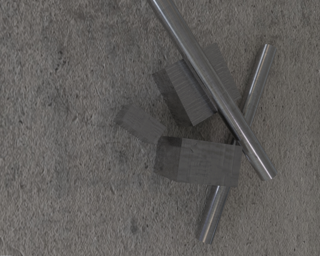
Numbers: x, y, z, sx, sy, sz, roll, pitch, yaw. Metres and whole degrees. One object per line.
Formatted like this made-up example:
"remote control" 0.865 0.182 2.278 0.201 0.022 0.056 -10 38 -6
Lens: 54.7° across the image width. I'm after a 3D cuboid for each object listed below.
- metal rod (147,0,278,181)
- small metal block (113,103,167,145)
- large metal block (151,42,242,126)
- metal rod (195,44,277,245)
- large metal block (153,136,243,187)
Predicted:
"metal rod" 0.060 -0.059 0.378 0.025 0.025 0.299 -38 102 -16
"small metal block" -0.027 -0.005 0.386 0.050 0.050 0.025 36 78 -17
"large metal block" 0.048 -0.056 0.414 0.080 0.050 0.080 -30 100 -18
"metal rod" 0.113 0.018 0.450 0.025 0.025 0.299 23 82 -19
"large metal block" 0.046 0.041 0.397 0.081 0.080 0.050 9 87 -20
